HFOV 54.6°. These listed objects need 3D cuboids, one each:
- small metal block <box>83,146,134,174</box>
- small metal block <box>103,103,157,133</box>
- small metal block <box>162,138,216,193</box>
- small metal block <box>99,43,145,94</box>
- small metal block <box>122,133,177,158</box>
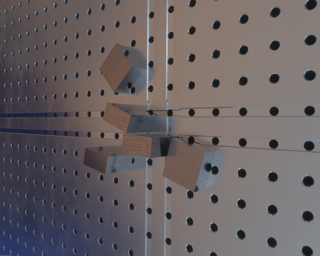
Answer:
[{"bbox_3d":[-0.076,0.046,0.457,0.050,0.050,0.025,15,100,39],"label":"small metal block"},{"bbox_3d":[-0.042,-0.014,0.429,0.050,0.050,0.025,26,107,37],"label":"small metal block"},{"bbox_3d":[0.035,0.044,0.381,0.050,0.025,0.050,22,104,38],"label":"small metal block"},{"bbox_3d":[-0.057,-0.087,0.458,0.050,0.025,0.050,-49,61,29],"label":"small metal block"},{"bbox_3d":[-0.013,0.021,0.405,0.050,0.050,0.025,6,94,40],"label":"small metal block"}]
